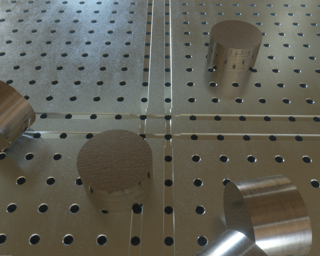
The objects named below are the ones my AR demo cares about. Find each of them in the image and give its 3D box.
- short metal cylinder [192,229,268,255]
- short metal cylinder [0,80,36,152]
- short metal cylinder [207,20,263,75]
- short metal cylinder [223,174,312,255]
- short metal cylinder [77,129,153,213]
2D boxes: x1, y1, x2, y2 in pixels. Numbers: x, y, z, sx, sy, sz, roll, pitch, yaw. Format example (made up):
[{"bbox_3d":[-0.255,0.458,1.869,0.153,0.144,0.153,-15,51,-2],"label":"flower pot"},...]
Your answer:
[{"bbox_3d":[0.062,0.134,0.260,0.050,0.080,0.080,-29,56,-22],"label":"short metal cylinder"},{"bbox_3d":[-0.205,-0.016,0.383,0.080,0.080,0.050,19,53,14],"label":"short metal cylinder"},{"bbox_3d":[0.120,-0.132,0.504,0.081,0.050,0.080,0,50,0],"label":"short metal cylinder"},{"bbox_3d":[0.099,0.088,0.299,0.050,0.080,0.080,-7,51,-7],"label":"short metal cylinder"},{"bbox_3d":[-0.048,0.048,0.350,0.081,0.050,0.080,0,50,0],"label":"short metal cylinder"}]
